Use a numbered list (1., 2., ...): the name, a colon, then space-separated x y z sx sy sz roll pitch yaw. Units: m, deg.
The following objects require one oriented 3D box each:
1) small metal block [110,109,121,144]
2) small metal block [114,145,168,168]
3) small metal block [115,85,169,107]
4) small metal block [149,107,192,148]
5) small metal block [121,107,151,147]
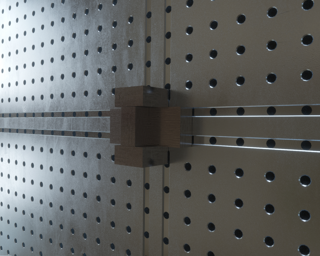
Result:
1. small metal block: -0.045 -0.002 0.444 0.050 0.025 0.050 1 91 39
2. small metal block: -0.024 0.035 0.411 0.050 0.050 0.025 1 91 39
3. small metal block: -0.024 -0.040 0.410 0.050 0.050 0.025 1 91 39
4. small metal block: 0.013 -0.002 0.396 0.050 0.025 0.050 2 91 39
5. small metal block: -0.024 -0.002 0.410 0.025 0.050 0.050 1 91 40
